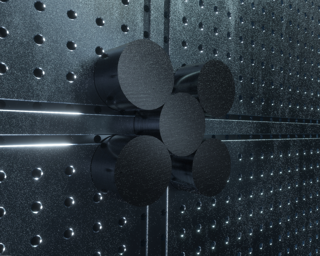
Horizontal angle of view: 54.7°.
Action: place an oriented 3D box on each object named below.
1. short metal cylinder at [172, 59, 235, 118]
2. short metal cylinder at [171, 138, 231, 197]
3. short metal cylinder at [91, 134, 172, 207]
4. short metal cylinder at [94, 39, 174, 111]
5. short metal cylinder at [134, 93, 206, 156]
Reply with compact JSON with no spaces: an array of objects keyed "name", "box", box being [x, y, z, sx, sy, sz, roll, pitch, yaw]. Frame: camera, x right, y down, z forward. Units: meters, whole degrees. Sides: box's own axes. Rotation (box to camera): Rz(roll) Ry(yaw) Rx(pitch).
[{"name":"short metal cylinder","box":[0.063,-0.054,0.445,0.081,0.050,0.079,0,90,-40]},{"name":"short metal cylinder","box":[0.056,0.053,0.441,0.081,0.050,0.079,0,90,-40]},{"name":"short metal cylinder","box":[-0.033,0.048,0.366,0.081,0.050,0.079,0,90,-40]},{"name":"short metal cylinder","box":[-0.030,-0.060,0.369,0.081,0.050,0.079,0,90,-40]},{"name":"short metal cylinder","box":[0.014,-0.005,0.406,0.081,0.050,0.079,0,90,-40]}]
